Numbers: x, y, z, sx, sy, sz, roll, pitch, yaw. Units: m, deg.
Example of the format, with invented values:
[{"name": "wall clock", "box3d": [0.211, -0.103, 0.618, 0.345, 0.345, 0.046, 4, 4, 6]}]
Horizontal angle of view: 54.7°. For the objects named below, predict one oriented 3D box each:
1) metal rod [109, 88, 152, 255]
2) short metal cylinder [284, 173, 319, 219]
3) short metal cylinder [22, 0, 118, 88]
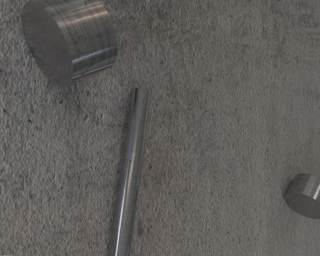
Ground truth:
[{"name": "metal rod", "box3d": [-0.041, 0.101, 0.370, 0.025, 0.025, 0.298, 12, 82, -40]}, {"name": "short metal cylinder", "box3d": [0.299, 0.136, 0.620, 0.050, 0.080, 0.080, -50, 120, -28]}, {"name": "short metal cylinder", "box3d": [-0.086, -0.085, 0.296, 0.050, 0.080, 0.080, -34, 111, -35]}]
